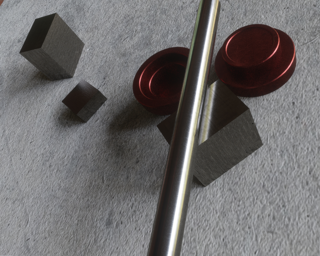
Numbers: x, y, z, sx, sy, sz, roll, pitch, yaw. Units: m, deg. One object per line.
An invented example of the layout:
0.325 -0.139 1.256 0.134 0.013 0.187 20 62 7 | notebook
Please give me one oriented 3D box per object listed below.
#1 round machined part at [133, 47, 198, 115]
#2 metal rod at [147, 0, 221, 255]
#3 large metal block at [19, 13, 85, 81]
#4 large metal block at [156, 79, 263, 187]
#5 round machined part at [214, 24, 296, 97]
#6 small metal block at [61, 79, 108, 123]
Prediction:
0.016 -0.059 0.421 0.098 0.042 0.098 -13 56 21 | round machined part
0.027 -0.010 0.292 0.025 0.025 0.300 -1 61 27 | metal rod
-0.190 -0.143 0.556 0.050 0.080 0.080 -4 60 26 | large metal block
0.056 0.008 0.334 0.080 0.080 0.050 -37 51 3 | large metal block
0.116 -0.091 0.388 0.098 0.042 0.098 -13 56 21 | round machined part
-0.121 -0.044 0.495 0.050 0.025 0.050 35 81 38 | small metal block
